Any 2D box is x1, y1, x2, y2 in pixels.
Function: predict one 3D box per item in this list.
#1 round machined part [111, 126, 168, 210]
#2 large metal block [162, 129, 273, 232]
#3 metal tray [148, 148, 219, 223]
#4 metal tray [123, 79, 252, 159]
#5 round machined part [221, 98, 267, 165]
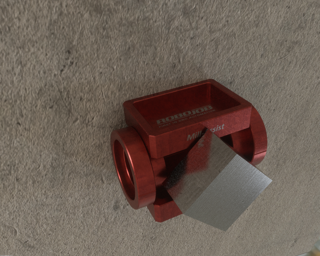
[{"bbox_3d":[-0.024,0.045,0.377,0.042,0.098,0.097,-15,125,-21],"label":"round machined part"},{"bbox_3d":[0.064,0.060,0.347,0.080,0.050,0.080,34,99,-39],"label":"large metal block"},{"bbox_3d":[0.036,0.067,0.427,0.131,0.090,0.030,-16,125,-20],"label":"metal tray"},{"bbox_3d":[0.032,-0.017,0.376,0.131,0.090,0.030,-17,126,-19],"label":"metal tray"},{"bbox_3d":[0.096,0.010,0.421,0.042,0.098,0.097,-15,125,-21],"label":"round machined part"}]
